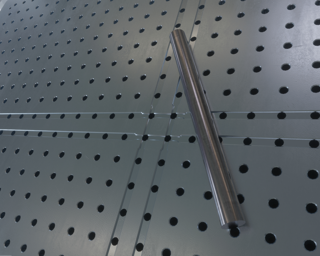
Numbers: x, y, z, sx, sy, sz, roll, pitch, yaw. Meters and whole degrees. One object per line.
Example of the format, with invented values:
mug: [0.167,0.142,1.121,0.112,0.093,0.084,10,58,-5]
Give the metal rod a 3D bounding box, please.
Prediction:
metal rod: [0.050,-0.023,0.396,0.025,0.025,0.300,-22,53,15]
